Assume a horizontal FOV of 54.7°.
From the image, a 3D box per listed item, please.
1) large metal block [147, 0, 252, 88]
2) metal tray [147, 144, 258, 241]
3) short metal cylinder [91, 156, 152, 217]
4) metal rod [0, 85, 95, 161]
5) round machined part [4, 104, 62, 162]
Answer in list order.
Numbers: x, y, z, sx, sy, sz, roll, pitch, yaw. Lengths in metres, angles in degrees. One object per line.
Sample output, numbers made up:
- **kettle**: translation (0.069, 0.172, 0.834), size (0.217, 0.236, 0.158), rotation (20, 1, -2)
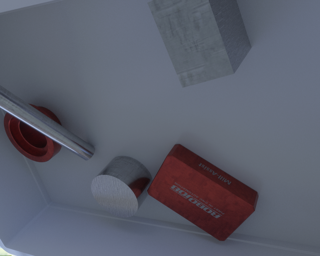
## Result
- **large metal block**: translation (0.042, -0.095, 0.292), size (0.050, 0.080, 0.080), rotation (-12, 113, 33)
- **metal tray**: translation (0.056, 0.091, 0.431), size (0.130, 0.030, 0.089), rotation (32, 128, 7)
- **short metal cylinder**: translation (-0.058, 0.090, 0.477), size (0.080, 0.050, 0.079), rotation (13, 124, 20)
- **metal rod**: translation (-0.205, -0.038, 0.405), size (0.025, 0.025, 0.301), rotation (-19, 136, 35)
- **round machined part**: translation (-0.198, 0.004, 0.502), size (0.098, 0.042, 0.097), rotation (13, 124, 20)
